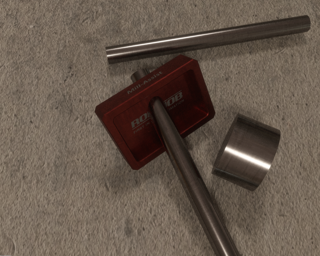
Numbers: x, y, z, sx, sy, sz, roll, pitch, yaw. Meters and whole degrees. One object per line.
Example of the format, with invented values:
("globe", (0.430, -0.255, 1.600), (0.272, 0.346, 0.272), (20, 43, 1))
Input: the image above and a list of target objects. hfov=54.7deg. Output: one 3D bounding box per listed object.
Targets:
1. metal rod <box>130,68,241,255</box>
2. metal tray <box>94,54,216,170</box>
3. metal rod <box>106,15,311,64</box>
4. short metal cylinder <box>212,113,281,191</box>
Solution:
("metal rod", (0.038, 0.064, 0.364), (0.025, 0.025, 0.299), (-24, 80, -9))
("metal tray", (-0.001, -0.019, 0.381), (0.131, 0.090, 0.030), (-34, 35, -12))
("metal rod", (0.073, -0.131, 0.456), (0.302, 0.025, 0.025), (-10, 71, -4))
("short metal cylinder", (0.101, 0.028, 0.370), (0.050, 0.080, 0.080), (24, 72, 8))
